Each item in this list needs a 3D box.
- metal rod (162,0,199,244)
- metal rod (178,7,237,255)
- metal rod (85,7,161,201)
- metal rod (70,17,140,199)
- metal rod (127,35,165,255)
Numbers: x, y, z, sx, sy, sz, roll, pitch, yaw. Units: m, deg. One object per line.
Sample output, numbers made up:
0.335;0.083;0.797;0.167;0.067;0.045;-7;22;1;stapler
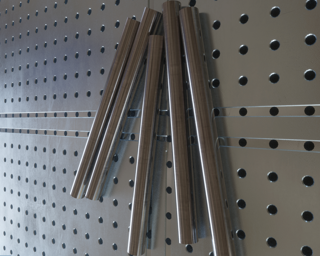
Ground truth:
0.025;-0.010;0.390;0.025;0.025;0.299;-7;86;40;metal rod
0.055;0.004;0.365;0.025;0.025;0.299;-13;82;39;metal rod
-0.058;-0.024;0.459;0.025;0.025;0.298;32;110;35;metal rod
-0.087;-0.020;0.482;0.025;0.025;0.298;34;111;35;metal rod
-0.018;0.027;0.425;0.025;0.025;0.298;10;97;39;metal rod
